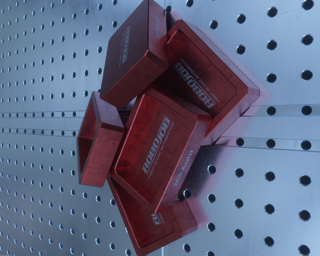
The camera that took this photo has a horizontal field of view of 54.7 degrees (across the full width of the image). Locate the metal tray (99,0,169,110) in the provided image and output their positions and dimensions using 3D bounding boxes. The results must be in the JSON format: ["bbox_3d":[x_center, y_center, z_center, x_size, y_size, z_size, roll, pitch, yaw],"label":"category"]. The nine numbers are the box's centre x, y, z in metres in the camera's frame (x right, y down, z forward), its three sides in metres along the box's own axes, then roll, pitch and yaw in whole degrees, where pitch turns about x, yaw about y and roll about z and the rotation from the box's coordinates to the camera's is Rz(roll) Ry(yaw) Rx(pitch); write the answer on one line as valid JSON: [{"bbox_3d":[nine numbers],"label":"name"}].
[{"bbox_3d":[-0.032,-0.097,0.391,0.090,0.030,0.130,-37,37,33],"label":"metal tray"}]

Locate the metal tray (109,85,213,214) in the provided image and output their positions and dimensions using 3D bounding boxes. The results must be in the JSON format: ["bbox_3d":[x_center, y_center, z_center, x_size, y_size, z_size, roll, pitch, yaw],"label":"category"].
[{"bbox_3d":[-0.005,0.023,0.369,0.090,0.030,0.129,35,111,34],"label":"metal tray"}]

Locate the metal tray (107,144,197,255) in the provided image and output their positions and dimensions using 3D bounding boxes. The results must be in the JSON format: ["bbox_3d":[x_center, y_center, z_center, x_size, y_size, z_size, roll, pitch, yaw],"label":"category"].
[{"bbox_3d":[-0.017,0.094,0.418,0.090,0.030,0.130,-40,66,32],"label":"metal tray"}]

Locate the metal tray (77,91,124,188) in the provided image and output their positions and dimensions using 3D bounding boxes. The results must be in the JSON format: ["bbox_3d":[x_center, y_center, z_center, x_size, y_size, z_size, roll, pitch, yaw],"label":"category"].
[{"bbox_3d":[-0.089,0.011,0.437,0.089,0.030,0.130,-67,24,18],"label":"metal tray"}]

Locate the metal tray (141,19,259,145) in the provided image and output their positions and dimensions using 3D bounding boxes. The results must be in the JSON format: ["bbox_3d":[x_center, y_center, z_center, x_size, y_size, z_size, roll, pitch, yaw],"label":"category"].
[{"bbox_3d":[0.041,-0.054,0.370,0.090,0.030,0.130,-51,61,27],"label":"metal tray"}]
